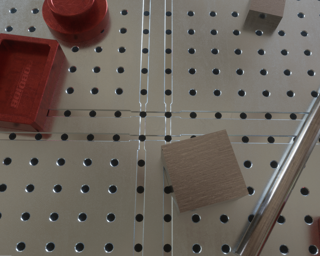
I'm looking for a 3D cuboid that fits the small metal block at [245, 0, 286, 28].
[{"bbox_3d":[0.166,-0.190,0.483,0.050,0.025,0.050,15,71,5],"label":"small metal block"}]

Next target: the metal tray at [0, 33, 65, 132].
[{"bbox_3d":[-0.196,-0.065,0.430,0.091,0.030,0.130,8,70,2],"label":"metal tray"}]

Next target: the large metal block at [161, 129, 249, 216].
[{"bbox_3d":[0.050,0.056,0.379,0.081,0.050,0.080,-14,71,-6],"label":"large metal block"}]

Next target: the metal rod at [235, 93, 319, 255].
[{"bbox_3d":[0.180,0.034,0.401,0.025,0.025,0.300,32,73,10],"label":"metal rod"}]

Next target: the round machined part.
[{"bbox_3d":[-0.129,-0.183,0.468,0.099,0.042,0.098,0,70,-1],"label":"round machined part"}]
